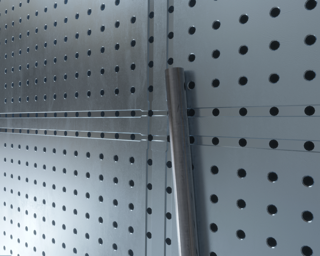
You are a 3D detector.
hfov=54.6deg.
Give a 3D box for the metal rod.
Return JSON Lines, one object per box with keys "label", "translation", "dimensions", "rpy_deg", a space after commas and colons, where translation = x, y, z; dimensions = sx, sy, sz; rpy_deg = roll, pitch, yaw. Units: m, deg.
{"label": "metal rod", "translation": [0.029, 0.075, 0.385], "dimensions": [0.025, 0.025, 0.299], "rpy_deg": [-7, 85, 40]}
